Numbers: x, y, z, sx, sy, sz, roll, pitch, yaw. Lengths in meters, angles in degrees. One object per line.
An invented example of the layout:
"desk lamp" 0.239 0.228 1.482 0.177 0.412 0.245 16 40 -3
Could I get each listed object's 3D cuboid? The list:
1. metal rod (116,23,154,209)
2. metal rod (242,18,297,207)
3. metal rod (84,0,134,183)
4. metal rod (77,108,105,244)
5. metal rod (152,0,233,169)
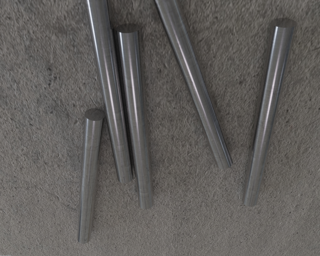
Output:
"metal rod" -0.028 0.011 0.415 0.025 0.025 0.298 -2 130 1
"metal rod" 0.137 0.006 0.413 0.025 0.025 0.298 -3 130 2
"metal rod" -0.057 -0.040 0.372 0.025 0.025 0.298 -2 130 1
"metal rod" -0.112 0.094 0.486 0.025 0.025 0.298 9 130 -8
"metal rod" 0.040 -0.056 0.359 0.025 0.025 0.299 -16 129 13
